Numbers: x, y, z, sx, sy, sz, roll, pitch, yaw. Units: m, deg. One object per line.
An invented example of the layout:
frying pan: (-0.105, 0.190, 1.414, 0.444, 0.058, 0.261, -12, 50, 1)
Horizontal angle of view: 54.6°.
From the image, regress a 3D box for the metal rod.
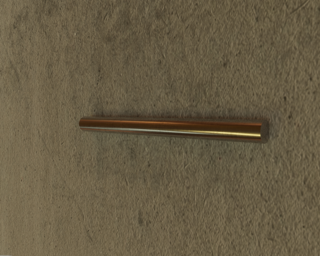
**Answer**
metal rod: (-0.007, -0.002, 0.414, 0.300, 0.025, 0.025, 3, 92, 40)
